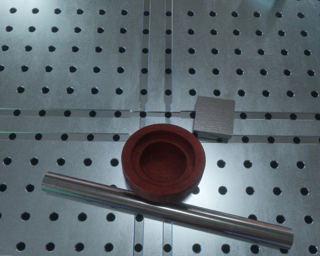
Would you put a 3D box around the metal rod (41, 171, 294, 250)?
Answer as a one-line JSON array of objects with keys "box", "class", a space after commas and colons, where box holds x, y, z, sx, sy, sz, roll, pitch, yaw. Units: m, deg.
[{"box": [0.006, 0.099, 0.375, 0.302, 0.025, 0.025, 12, 71, 4], "class": "metal rod"}]

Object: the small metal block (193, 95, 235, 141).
[{"box": [0.072, -0.013, 0.417, 0.050, 0.025, 0.050, 8, 70, 2], "class": "small metal block"}]

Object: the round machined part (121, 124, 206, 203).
[{"box": [0.004, 0.045, 0.377, 0.099, 0.042, 0.098, 1, 53, -2], "class": "round machined part"}]
